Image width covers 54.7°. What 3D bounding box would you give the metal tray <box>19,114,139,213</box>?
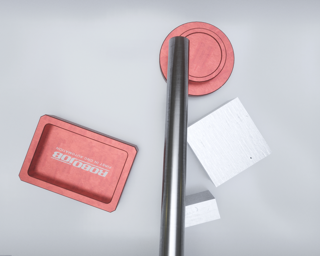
[{"bbox_3d":[-0.104,0.045,0.407,0.131,0.030,0.090,20,90,-1],"label":"metal tray"}]

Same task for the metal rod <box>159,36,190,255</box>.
[{"bbox_3d":[0.016,0.040,0.331,0.025,0.025,0.299,3,75,-1],"label":"metal rod"}]

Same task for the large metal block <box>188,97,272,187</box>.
[{"bbox_3d":[0.081,0.017,0.400,0.080,0.050,0.080,-32,90,0],"label":"large metal block"}]

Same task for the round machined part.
[{"bbox_3d":[0.048,-0.090,0.404,0.099,0.042,0.097,0,90,-1],"label":"round machined part"}]

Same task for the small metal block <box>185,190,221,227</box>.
[{"bbox_3d":[0.046,0.104,0.400,0.050,0.050,0.025,-14,90,0],"label":"small metal block"}]
